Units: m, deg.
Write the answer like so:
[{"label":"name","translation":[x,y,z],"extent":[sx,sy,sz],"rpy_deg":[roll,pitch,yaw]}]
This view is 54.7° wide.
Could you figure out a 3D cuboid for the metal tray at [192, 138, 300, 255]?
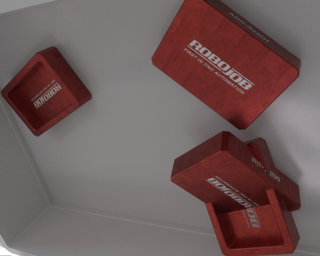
[{"label":"metal tray","translation":[0.101,0.086,0.376],"extent":[0.090,0.030,0.129],"rpy_deg":[-21,87,35]}]

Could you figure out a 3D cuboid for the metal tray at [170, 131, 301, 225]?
[{"label":"metal tray","translation":[0.090,0.066,0.371],"extent":[0.130,0.030,0.090],"rpy_deg":[35,134,-20]}]

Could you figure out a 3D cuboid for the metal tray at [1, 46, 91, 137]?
[{"label":"metal tray","translation":[-0.174,-0.050,0.466],"extent":[0.130,0.030,0.090],"rpy_deg":[-27,104,37]}]

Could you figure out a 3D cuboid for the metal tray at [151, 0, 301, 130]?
[{"label":"metal tray","translation":[0.066,-0.069,0.328],"extent":[0.130,0.030,0.089],"rpy_deg":[38,129,2]}]
